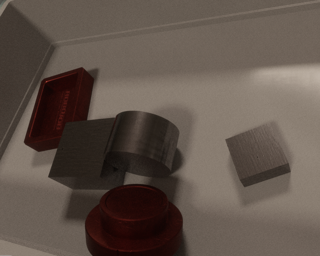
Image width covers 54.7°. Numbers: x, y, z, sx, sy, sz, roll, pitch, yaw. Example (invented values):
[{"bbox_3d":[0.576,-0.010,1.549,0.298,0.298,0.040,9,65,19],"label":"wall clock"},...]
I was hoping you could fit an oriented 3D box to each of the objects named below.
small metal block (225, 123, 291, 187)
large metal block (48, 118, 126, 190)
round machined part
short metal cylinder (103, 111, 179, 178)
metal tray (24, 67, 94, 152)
[{"bbox_3d":[0.104,0.029,0.333,0.050,0.025,0.050,-22,54,14],"label":"small metal block"},{"bbox_3d":[-0.089,0.036,0.413,0.080,0.050,0.080,-5,60,25],"label":"large metal block"},{"bbox_3d":[-0.026,0.091,0.315,0.098,0.099,0.042,13,112,33],"label":"round machined part"},{"bbox_3d":[-0.021,0.021,0.367,0.080,0.080,0.050,0,62,28],"label":"short metal cylinder"},{"bbox_3d":[-0.161,-0.031,0.503,0.090,0.030,0.130,-11,57,21],"label":"metal tray"}]
